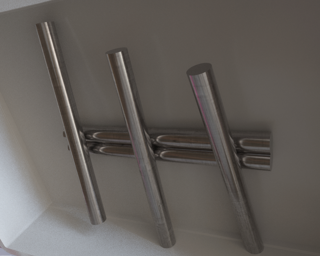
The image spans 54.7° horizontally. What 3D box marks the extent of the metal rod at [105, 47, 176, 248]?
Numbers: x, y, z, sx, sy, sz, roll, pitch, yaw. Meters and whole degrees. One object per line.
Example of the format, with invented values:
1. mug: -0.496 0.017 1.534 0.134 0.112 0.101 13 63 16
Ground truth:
1. metal rod: -0.018 0.044 0.410 0.025 0.025 0.298 1 119 27

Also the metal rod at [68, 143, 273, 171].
1. metal rod: -0.004 0.033 0.429 0.301 0.025 0.025 2 119 26

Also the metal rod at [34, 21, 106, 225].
1. metal rod: -0.123 0.005 0.442 0.025 0.025 0.298 -1 110 28

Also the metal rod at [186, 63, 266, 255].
1. metal rod: 0.088 0.063 0.370 0.025 0.025 0.299 -4 125 30

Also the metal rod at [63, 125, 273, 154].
1. metal rod: -0.008 0.012 0.418 0.301 0.025 0.025 2 119 26
